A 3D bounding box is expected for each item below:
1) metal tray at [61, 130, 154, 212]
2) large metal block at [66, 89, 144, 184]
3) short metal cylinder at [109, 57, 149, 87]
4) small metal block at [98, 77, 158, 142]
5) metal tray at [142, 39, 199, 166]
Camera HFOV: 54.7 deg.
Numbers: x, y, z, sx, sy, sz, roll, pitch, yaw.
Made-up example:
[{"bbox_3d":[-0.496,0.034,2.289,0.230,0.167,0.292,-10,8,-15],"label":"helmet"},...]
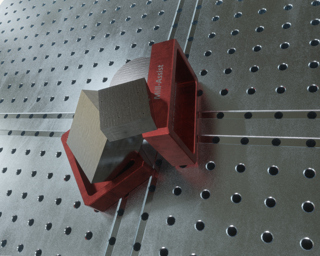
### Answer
[{"bbox_3d":[-0.076,0.034,0.420,0.090,0.030,0.130,-37,51,3],"label":"metal tray"},{"bbox_3d":[-0.068,0.009,0.381,0.080,0.050,0.079,46,124,38],"label":"large metal block"},{"bbox_3d":[-0.023,-0.052,0.435,0.080,0.050,0.080,-13,56,20],"label":"short metal cylinder"},{"bbox_3d":[-0.033,-0.019,0.315,0.050,0.025,0.050,-15,55,6],"label":"small metal block"},{"bbox_3d":[0.017,-0.030,0.374,0.030,0.090,0.130,-9,58,23],"label":"metal tray"}]
